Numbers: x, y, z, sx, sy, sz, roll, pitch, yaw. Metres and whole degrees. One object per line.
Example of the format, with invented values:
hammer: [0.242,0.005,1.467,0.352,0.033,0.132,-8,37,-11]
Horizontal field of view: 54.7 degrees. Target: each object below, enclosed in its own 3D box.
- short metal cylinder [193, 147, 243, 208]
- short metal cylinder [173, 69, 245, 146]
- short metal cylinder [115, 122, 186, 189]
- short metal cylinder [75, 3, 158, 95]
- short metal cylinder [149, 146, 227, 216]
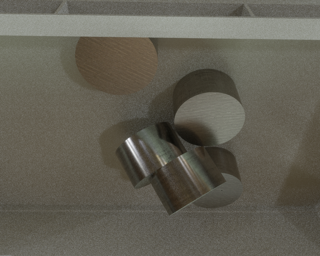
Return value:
short metal cylinder: [0.076,0.073,0.456,0.081,0.050,0.079,0,130,0]
short metal cylinder: [0.056,-0.024,0.373,0.081,0.050,0.079,0,130,0]
short metal cylinder: [-0.009,0.035,0.396,0.080,0.050,0.080,-29,164,-9]
short metal cylinder: [-0.042,-0.081,0.323,0.081,0.050,0.079,0,130,0]
short metal cylinder: [0.033,0.065,0.380,0.080,0.050,0.080,-29,164,-9]
